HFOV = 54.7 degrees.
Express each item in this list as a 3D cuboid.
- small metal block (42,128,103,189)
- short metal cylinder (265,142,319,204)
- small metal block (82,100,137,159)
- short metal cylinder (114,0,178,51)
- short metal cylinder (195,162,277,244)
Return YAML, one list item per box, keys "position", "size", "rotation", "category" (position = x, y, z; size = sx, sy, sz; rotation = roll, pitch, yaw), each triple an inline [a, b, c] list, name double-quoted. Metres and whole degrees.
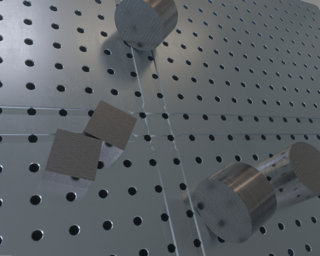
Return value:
- position: [-0.094, 0.034, 0.337]
  size: [0.050, 0.025, 0.050]
  rotation: [17, 55, -19]
  category: "small metal block"
- position: [0.207, 0.067, 0.463]
  size: [0.081, 0.050, 0.080]
  rotation: [14, 56, -21]
  category: "short metal cylinder"
- position: [-0.062, 0.002, 0.374]
  size: [0.050, 0.025, 0.050]
  rotation: [28, 52, -11]
  category: "small metal block"
- position: [-0.020, -0.163, 0.462]
  size: [0.080, 0.080, 0.050]
  rotation: [37, 51, -4]
  category: "short metal cylinder"
- position: [0.088, 0.087, 0.368]
  size: [0.050, 0.080, 0.080]
  rotation: [-23, 75, -36]
  category: "short metal cylinder"
